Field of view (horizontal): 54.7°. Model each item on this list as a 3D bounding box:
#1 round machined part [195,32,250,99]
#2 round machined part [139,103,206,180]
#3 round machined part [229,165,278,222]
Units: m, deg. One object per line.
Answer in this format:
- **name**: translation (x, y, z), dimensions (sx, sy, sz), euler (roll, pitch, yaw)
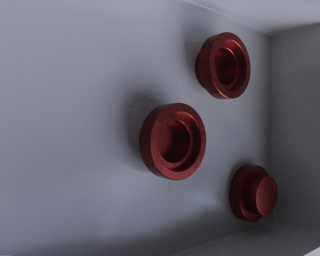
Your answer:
- **round machined part**: translation (0.092, -0.092, 0.472), dimensions (0.099, 0.042, 0.097), euler (0, 90, -40)
- **round machined part**: translation (0.012, 0.017, 0.406), dimensions (0.099, 0.042, 0.097), euler (0, 90, -40)
- **round machined part**: translation (0.167, 0.114, 0.535), dimensions (0.099, 0.042, 0.097), euler (0, 90, -40)
